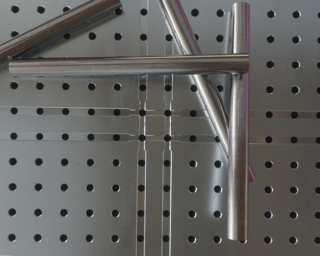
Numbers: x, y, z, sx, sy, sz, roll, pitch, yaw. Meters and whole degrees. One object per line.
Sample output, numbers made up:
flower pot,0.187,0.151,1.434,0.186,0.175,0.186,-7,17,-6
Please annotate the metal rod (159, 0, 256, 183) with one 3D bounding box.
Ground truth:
metal rod,0.058,-0.066,0.414,0.025,0.025,0.299,-23,90,0

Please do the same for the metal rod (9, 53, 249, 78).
metal rod,-0.044,-0.079,0.393,0.302,0.025,0.025,0,90,7

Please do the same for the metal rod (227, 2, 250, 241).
metal rod,0.100,-0.015,0.393,0.025,0.025,0.298,3,82,-1

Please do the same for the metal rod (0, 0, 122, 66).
metal rod,-0.191,-0.107,0.410,0.301,0.025,0.025,-26,90,-1
